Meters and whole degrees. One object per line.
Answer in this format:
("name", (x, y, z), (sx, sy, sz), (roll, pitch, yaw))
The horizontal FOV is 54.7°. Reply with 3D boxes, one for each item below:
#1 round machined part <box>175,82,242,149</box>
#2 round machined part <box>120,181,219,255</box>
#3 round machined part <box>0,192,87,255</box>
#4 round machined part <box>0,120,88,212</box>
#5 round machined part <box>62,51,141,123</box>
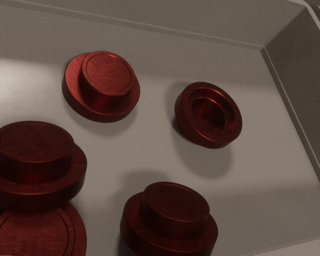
("round machined part", (0.064, -0.014, 0.440), (0.099, 0.042, 0.098), (14, 56, -21))
("round machined part", (0.012, 0.090, 0.315), (0.099, 0.042, 0.098), (13, 19, -4))
("round machined part", (-0.113, 0.102, 0.272), (0.099, 0.042, 0.098), (14, 56, -21))
("round machined part", (-0.117, 0.027, 0.288), (0.099, 0.042, 0.098), (13, 27, -7))
("round machined part", (-0.070, -0.059, 0.394), (0.099, 0.042, 0.098), (14, 56, -21))
